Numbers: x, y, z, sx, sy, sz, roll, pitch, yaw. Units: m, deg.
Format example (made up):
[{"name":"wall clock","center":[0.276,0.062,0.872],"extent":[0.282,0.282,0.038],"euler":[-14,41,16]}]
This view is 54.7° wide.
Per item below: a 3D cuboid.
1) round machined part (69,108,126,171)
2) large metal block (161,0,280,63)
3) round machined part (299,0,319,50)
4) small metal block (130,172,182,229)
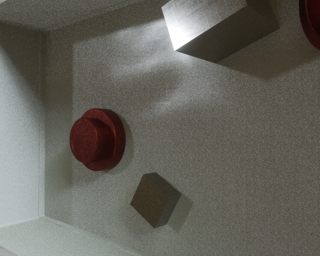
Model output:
[{"name":"round machined part","center":[-0.102,0.018,0.477],"extent":[0.098,0.042,0.097],"euler":[0,90,39]},{"name":"large metal block","center":[0.063,-0.113,0.318],"extent":[0.080,0.081,0.050],"euler":[-24,75,37]},{"name":"round machined part","center":[0.158,-0.109,0.243],"extent":[0.098,0.042,0.097],"euler":[175,89,-81]},{"name":"small metal block","center":[-0.007,0.095,0.410],"extent":[0.050,0.025,0.050],"euler":[36,112,33]}]
